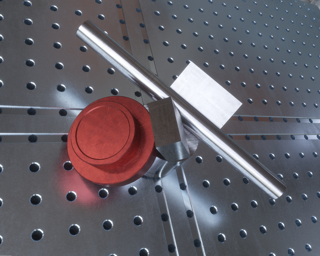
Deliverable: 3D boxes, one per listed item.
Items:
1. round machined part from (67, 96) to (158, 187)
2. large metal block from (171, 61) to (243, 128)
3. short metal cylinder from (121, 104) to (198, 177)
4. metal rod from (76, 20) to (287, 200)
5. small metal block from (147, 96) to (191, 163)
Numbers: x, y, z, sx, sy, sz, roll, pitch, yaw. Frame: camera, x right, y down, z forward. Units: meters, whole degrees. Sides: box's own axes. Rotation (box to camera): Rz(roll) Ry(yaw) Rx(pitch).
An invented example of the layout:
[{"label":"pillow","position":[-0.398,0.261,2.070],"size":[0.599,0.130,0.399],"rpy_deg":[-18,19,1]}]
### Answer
[{"label":"round machined part","position":[-0.053,0.010,0.325],"size":[0.098,0.042,0.098],"rpy_deg":[-4,71,11]},{"label":"large metal block","position":[0.055,-0.041,0.415],"size":[0.080,0.050,0.080],"rpy_deg":[39,8,-2]},{"label":"short metal cylinder","position":[-0.001,0.014,0.378],"size":[0.081,0.050,0.080],"rpy_deg":[14,56,-21]},{"label":"metal rod","position":[0.026,-0.021,0.366],"size":[0.300,0.025,0.025],"rpy_deg":[40,51,-1]},{"label":"small metal block","position":[0.010,0.003,0.324],"size":[0.025,0.050,0.050],"rpy_deg":[-16,64,9]}]
